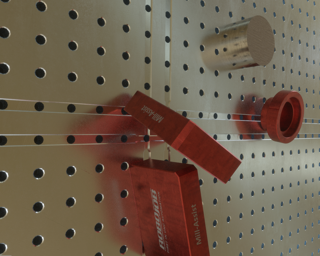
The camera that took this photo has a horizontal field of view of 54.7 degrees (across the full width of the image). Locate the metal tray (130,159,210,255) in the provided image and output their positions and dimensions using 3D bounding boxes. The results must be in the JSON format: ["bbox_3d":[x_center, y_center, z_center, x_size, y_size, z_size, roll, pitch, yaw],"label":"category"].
[{"bbox_3d":[0.011,0.107,0.376,0.030,0.090,0.129,-15,100,-39],"label":"metal tray"}]

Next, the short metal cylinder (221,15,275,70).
[{"bbox_3d":[0.147,-0.140,0.515,0.081,0.050,0.079,0,90,-40],"label":"short metal cylinder"}]

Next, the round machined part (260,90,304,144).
[{"bbox_3d":[0.226,-0.023,0.581,0.099,0.042,0.097,-11,107,-38],"label":"round machined part"}]

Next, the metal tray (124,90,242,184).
[{"bbox_3d":[0.021,0.007,0.357,0.090,0.130,0.030,36,90,-34],"label":"metal tray"}]
